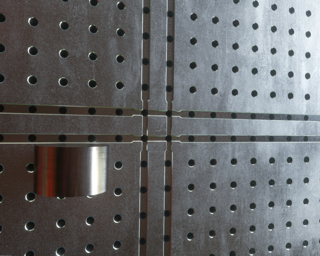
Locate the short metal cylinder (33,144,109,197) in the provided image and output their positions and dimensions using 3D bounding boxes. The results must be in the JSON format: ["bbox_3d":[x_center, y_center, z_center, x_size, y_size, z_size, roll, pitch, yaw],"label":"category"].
[{"bbox_3d":[-0.098,0.044,0.347,0.081,0.080,0.050,1,90,-20],"label":"short metal cylinder"}]
